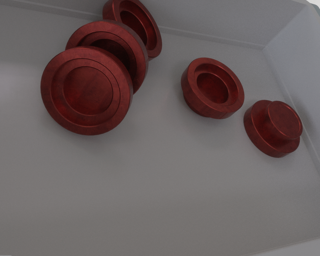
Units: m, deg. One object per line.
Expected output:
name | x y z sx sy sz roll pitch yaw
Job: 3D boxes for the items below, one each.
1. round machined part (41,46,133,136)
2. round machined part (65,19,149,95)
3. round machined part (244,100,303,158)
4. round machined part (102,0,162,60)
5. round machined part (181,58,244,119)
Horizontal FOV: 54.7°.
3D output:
round machined part | -0.079 -0.044 0.353 0.098 0.098 0.042 32 19 -8
round machined part | -0.062 -0.083 0.383 0.098 0.097 0.042 32 26 -8
round machined part | 0.188 -0.005 0.499 0.099 0.042 0.098 14 56 -21
round machined part | -0.044 -0.135 0.438 0.098 0.042 0.098 31 47 -41
round machined part | 0.075 -0.055 0.468 0.099 0.042 0.098 14 56 -21
